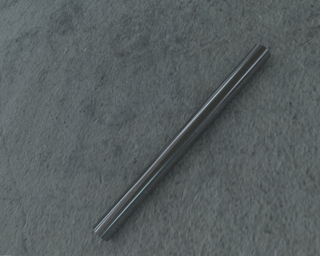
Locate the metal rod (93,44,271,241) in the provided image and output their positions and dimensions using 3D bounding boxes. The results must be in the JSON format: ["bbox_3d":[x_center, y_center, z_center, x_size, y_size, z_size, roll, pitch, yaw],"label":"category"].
[{"bbox_3d":[0.031,0.013,0.378,0.300,0.025,0.025,-48,52,-6],"label":"metal rod"}]
